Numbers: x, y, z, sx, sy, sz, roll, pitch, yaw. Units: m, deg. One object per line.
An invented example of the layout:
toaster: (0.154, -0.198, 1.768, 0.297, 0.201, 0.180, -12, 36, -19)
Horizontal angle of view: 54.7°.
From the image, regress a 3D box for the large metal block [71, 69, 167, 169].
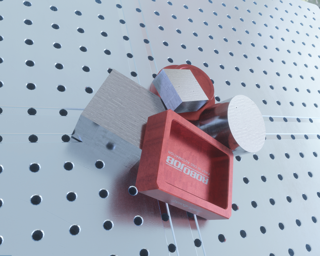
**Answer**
large metal block: (-0.046, -0.011, 0.374, 0.080, 0.050, 0.080, 31, 52, -8)

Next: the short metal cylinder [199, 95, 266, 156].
short metal cylinder: (0.102, -0.001, 0.433, 0.081, 0.050, 0.080, 13, 68, -36)

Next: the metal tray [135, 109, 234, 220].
metal tray: (0.036, 0.047, 0.359, 0.130, 0.030, 0.090, 31, 55, -37)

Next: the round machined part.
round machined part: (0.039, -0.054, 0.451, 0.099, 0.042, 0.098, 14, 56, -21)

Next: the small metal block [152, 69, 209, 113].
small metal block: (0.026, -0.047, 0.391, 0.050, 0.025, 0.050, -9, 63, -44)
